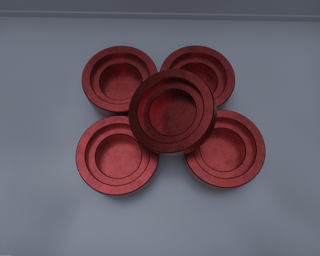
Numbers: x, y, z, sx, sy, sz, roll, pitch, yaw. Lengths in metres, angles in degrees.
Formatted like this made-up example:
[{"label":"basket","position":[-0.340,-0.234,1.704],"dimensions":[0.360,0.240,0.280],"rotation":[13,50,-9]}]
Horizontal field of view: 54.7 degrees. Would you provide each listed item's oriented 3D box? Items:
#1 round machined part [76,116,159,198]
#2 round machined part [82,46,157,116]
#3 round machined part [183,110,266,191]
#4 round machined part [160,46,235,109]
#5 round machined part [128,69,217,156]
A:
[{"label":"round machined part","position":[-0.050,0.037,0.385],"dimensions":[0.099,0.042,0.098],"rotation":[0,70,-1]},{"label":"round machined part","position":[-0.052,-0.058,0.419],"dimensions":[0.099,0.042,0.098],"rotation":[0,70,-1]},{"label":"round machined part","position":[0.077,0.030,0.389],"dimensions":[0.099,0.042,0.098],"rotation":[0,70,-1]},{"label":"round machined part","position":[0.048,-0.059,0.421],"dimensions":[0.099,0.042,0.098],"rotation":[0,70,-1]},{"label":"round machined part","position":[0.017,-0.015,0.359],"dimensions":[0.098,0.042,0.098],"rotation":[-5,74,17]}]
